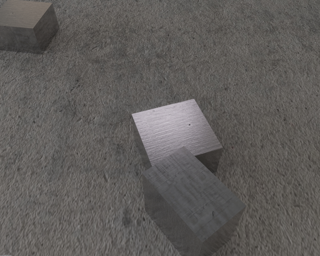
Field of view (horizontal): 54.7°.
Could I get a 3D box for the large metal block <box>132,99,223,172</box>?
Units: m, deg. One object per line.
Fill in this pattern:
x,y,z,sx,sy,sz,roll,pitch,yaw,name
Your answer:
0.017,0.018,0.372,0.081,0.050,0.080,-15,52,-12,large metal block

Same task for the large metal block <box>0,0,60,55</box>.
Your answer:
-0.232,-0.175,0.532,0.080,0.050,0.080,7,50,6,large metal block

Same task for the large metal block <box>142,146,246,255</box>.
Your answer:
0.028,0.079,0.301,0.050,0.080,0.080,-31,57,-23,large metal block
